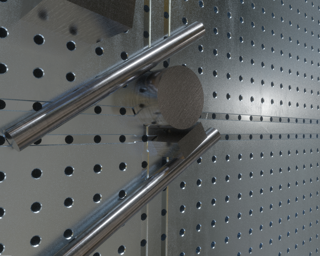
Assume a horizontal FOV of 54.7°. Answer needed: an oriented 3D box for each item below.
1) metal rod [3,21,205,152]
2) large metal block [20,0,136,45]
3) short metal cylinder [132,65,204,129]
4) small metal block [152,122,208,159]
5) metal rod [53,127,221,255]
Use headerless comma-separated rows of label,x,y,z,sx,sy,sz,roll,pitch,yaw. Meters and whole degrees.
metal rod,-0.042,-0.066,0.375,0.302,0.025,0.025,-39,114,-33
large metal block,-0.080,-0.127,0.307,0.081,0.080,0.050,11,83,-40
short metal cylinder,0.011,-0.038,0.404,0.081,0.050,0.079,0,90,-40
small metal block,0.026,0.015,0.417,0.050,0.050,0.025,-39,115,-33
metal rod,-0.017,0.082,0.396,0.302,0.025,0.025,-35,112,-35
